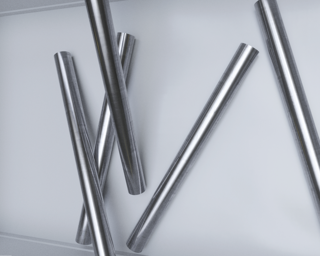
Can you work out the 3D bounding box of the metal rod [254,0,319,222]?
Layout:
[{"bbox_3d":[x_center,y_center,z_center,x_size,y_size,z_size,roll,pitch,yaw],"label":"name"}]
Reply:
[{"bbox_3d":[0.162,-0.006,0.353,0.025,0.025,0.298,-17,85,19],"label":"metal rod"}]

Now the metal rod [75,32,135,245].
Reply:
[{"bbox_3d":[-0.078,0.018,0.436,0.025,0.025,0.298,14,94,19],"label":"metal rod"}]

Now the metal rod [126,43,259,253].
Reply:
[{"bbox_3d":[0.037,0.032,0.396,0.025,0.025,0.299,32,100,17],"label":"metal rod"}]

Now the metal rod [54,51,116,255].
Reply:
[{"bbox_3d":[-0.105,0.031,0.422,0.025,0.025,0.299,-21,74,18],"label":"metal rod"}]

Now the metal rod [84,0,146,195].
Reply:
[{"bbox_3d":[-0.053,-0.051,0.365,0.025,0.025,0.298,-1,114,20],"label":"metal rod"}]
